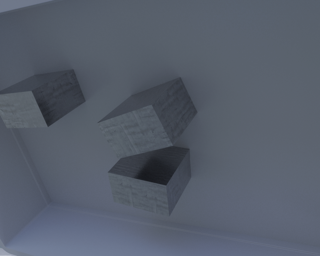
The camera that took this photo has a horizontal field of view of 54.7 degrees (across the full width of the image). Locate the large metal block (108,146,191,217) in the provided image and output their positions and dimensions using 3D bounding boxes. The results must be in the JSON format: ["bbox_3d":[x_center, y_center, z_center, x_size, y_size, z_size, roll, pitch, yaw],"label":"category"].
[{"bbox_3d":[-0.011,0.064,0.417,0.080,0.080,0.050,8,122,23],"label":"large metal block"}]

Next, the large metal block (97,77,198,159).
[{"bbox_3d":[-0.013,-0.012,0.371,0.080,0.080,0.050,-16,110,34],"label":"large metal block"}]

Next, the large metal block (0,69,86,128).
[{"bbox_3d":[-0.168,-0.041,0.434,0.080,0.080,0.050,-1,118,28],"label":"large metal block"}]
